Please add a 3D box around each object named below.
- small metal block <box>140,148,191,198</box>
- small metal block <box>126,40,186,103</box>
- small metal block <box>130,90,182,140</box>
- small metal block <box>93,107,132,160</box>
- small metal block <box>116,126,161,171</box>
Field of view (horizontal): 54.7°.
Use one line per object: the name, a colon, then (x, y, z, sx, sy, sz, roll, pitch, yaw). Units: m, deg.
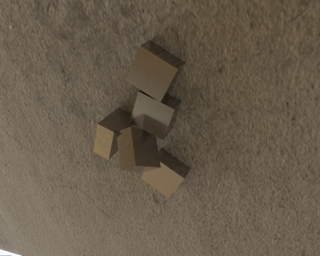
small metal block: (0.008, 0.064, 0.441, 0.050, 0.025, 0.050, 35, 129, 4)
small metal block: (-0.006, -0.067, 0.367, 0.050, 0.025, 0.050, 33, 128, 5)
small metal block: (-0.006, -0.020, 0.396, 0.050, 0.025, 0.050, 27, 128, 10)
small metal block: (-0.064, 0.007, 0.427, 0.025, 0.050, 0.050, 27, 128, 13)
small metal block: (-0.027, 0.029, 0.403, 0.025, 0.050, 0.050, -21, 69, 33)
